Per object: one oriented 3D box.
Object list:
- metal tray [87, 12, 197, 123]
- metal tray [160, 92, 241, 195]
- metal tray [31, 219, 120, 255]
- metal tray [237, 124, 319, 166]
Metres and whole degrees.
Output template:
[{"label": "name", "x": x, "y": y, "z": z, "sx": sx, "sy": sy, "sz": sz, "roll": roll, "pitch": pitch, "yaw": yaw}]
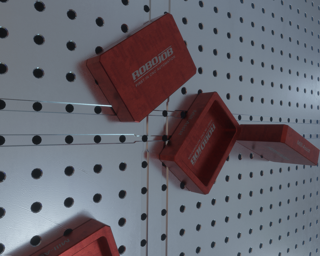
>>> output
[{"label": "metal tray", "x": -0.016, "y": -0.078, "z": 0.394, "sx": 0.131, "sy": 0.030, "sz": 0.090, "roll": -43, "pitch": 116, "yaw": -32}, {"label": "metal tray", "x": 0.066, "y": 0.021, "z": 0.463, "sx": 0.090, "sy": 0.030, "sz": 0.130, "roll": 49, "pitch": 61, "yaw": -29}, {"label": "metal tray", "x": -0.101, "y": 0.168, "z": 0.322, "sx": 0.131, "sy": 0.030, "sz": 0.089, "roll": -25, "pitch": 106, "yaw": -37}, {"label": "metal tray", "x": 0.208, "y": 0.030, "z": 0.544, "sx": 0.131, "sy": 0.090, "sz": 0.030, "roll": 26, "pitch": 74, "yaw": -37}]
